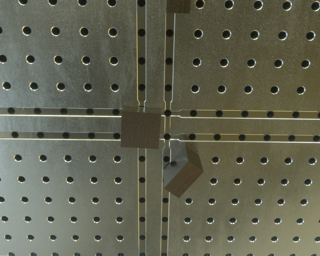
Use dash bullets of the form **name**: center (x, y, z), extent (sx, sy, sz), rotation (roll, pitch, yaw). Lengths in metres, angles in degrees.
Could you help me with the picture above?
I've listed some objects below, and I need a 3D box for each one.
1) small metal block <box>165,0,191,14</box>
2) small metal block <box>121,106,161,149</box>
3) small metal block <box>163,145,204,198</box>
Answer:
- **small metal block**: center (0.020, -0.154, 0.344), extent (0.025, 0.050, 0.050), rotation (2, 110, -1)
- **small metal block**: center (-0.025, -0.001, 0.413), extent (0.050, 0.025, 0.050), rotation (3, 110, -2)
- **small metal block**: center (0.030, 0.059, 0.422), extent (0.025, 0.050, 0.050), rotation (36, 106, -13)
